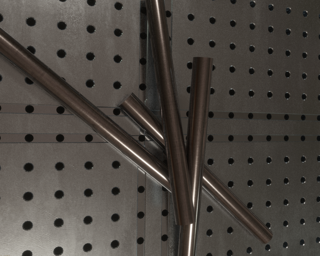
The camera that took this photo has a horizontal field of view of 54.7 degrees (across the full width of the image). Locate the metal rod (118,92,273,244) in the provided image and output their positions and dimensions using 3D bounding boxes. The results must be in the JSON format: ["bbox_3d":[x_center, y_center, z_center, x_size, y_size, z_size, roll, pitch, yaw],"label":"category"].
[{"bbox_3d":[0.059,0.065,0.435,0.300,0.025,0.025,45,76,-15],"label":"metal rod"}]

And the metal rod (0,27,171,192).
[{"bbox_3d":[-0.084,-0.015,0.382,0.300,0.025,0.025,41,77,-16],"label":"metal rod"}]

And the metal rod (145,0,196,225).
[{"bbox_3d":[0.012,-0.030,0.396,0.025,0.025,0.298,-6,84,-20],"label":"metal rod"}]

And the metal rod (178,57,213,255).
[{"bbox_3d":[0.044,0.060,0.404,0.025,0.025,0.298,0,100,-20],"label":"metal rod"}]
